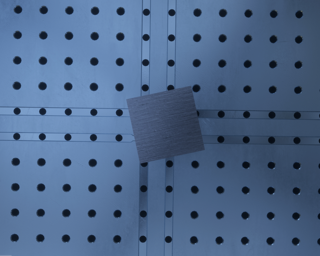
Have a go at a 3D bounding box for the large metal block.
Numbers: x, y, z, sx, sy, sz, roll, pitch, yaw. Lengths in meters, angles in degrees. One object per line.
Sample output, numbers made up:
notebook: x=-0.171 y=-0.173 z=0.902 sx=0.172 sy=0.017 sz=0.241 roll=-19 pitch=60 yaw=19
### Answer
large metal block: x=0.007 y=-0.004 z=0.400 sx=0.080 sy=0.050 sz=0.080 roll=-12 pitch=90 yaw=0
